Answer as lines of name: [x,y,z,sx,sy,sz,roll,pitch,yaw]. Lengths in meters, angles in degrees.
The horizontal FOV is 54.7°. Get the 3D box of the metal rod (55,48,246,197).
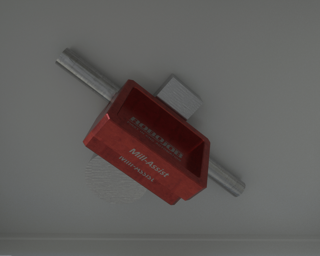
metal rod: [-0.003,0.000,0.411,0.301,0.025,0.025,37,106,-13]

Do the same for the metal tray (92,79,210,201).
metal tray: [-0.002,0.011,0.352,0.130,0.090,0.030,37,123,-13]

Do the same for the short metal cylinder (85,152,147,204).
short metal cylinder: [-0.052,0.053,0.409,0.080,0.050,0.079,2,117,4]

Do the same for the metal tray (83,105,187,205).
metal tray: [-0.025,0.029,0.386,0.130,0.090,0.030,37,106,-13]

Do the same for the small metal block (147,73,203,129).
small metal block: [0.019,-0.033,0.398,0.050,0.025,0.050,39,105,-14]
